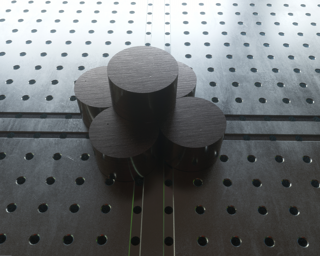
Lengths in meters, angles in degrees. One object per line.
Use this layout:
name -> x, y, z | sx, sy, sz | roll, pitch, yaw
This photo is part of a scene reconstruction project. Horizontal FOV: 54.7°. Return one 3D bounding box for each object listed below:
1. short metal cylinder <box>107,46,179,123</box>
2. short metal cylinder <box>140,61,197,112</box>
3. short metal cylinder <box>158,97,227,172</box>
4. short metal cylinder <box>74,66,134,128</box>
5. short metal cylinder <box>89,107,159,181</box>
short metal cylinder -> -0.020, -0.053, 0.368 | 0.081, 0.050, 0.080 | 1, 51, -1
short metal cylinder -> 0.009, -0.051, 0.433 | 0.081, 0.050, 0.080 | 0, 50, 0
short metal cylinder -> 0.038, 0.007, 0.385 | 0.081, 0.050, 0.080 | 0, 50, 0
short metal cylinder -> -0.071, -0.040, 0.423 | 0.081, 0.050, 0.080 | 0, 50, 0
short metal cylinder -> -0.041, 0.017, 0.375 | 0.081, 0.050, 0.080 | 0, 50, 0
